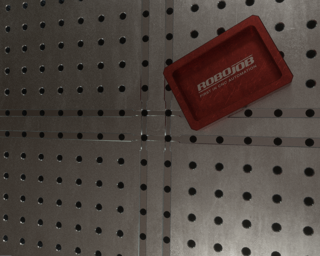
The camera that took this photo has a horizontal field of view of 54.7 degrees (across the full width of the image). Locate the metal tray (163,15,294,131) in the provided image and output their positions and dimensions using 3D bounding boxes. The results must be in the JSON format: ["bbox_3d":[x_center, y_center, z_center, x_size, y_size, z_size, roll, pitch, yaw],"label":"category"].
[{"bbox_3d":[0.081,-0.064,0.381,0.130,0.030,0.090,-29,81,17],"label":"metal tray"}]
